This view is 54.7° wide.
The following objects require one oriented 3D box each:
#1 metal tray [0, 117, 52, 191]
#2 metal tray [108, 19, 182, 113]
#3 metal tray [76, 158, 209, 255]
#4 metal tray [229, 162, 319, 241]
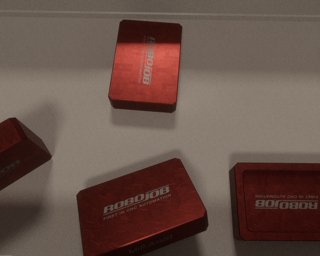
[{"bbox_3d":[-0.202,0.048,0.355,0.131,0.090,0.030,-33,74,-12],"label":"metal tray"},{"bbox_3d":[-0.018,-0.089,0.439,0.091,0.030,0.130,5,70,1],"label":"metal tray"},{"bbox_3d":[-0.023,0.092,0.351,0.131,0.030,0.090,-18,41,-7],"label":"metal tray"},{"bbox_3d":[0.155,0.089,0.376,0.131,0.030,0.090,1,70,0],"label":"metal tray"}]
